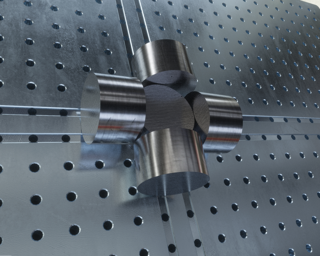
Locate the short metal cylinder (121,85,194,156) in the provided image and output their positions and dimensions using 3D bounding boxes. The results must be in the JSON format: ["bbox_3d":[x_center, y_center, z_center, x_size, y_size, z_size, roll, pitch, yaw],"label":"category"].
[{"bbox_3d":[-0.004,-0.008,0.395,0.081,0.050,0.080,14,55,-22],"label":"short metal cylinder"}]

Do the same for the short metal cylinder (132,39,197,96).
[{"bbox_3d":[0.005,-0.073,0.419,0.081,0.080,0.050,3,60,-27],"label":"short metal cylinder"}]

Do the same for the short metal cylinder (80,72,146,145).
[{"bbox_3d":[-0.056,-0.021,0.355,0.050,0.080,0.080,2,61,-28],"label":"short metal cylinder"}]

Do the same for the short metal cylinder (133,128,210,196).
[{"bbox_3d":[0.012,0.041,0.353,0.081,0.080,0.050,6,59,-25],"label":"short metal cylinder"}]

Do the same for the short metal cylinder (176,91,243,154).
[{"bbox_3d":[0.063,-0.006,0.411,0.050,0.080,0.080,4,60,-27],"label":"short metal cylinder"}]
